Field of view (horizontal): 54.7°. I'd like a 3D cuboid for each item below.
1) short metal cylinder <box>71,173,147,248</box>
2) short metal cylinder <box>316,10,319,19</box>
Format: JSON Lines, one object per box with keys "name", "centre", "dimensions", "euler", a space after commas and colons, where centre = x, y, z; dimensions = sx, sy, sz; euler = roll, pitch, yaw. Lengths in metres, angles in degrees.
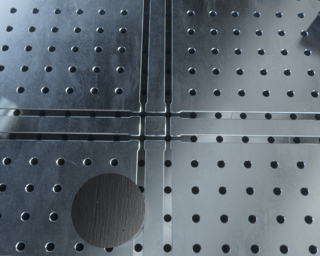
{"name": "short metal cylinder", "centre": [-0.057, 0.097, 0.362], "dimensions": [0.081, 0.050, 0.080], "euler": [0, 70, 0]}
{"name": "short metal cylinder", "centre": [0.279, -0.187, 0.454], "dimensions": [0.050, 0.080, 0.080], "euler": [38, 74, 12]}
